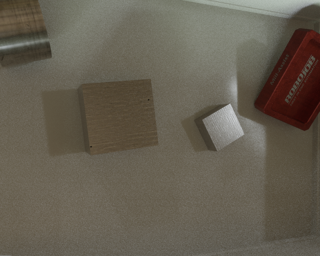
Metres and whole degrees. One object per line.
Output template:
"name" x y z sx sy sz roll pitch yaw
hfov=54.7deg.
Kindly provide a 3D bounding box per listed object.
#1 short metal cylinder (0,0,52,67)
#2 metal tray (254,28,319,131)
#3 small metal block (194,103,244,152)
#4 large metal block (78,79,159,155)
"short metal cylinder" -0.151 -0.108 0.325 0.050 0.080 0.080 -17 96 -20
"metal tray" 0.213 -0.070 0.463 0.091 0.030 0.129 20 106 -19
"small metal block" 0.085 -0.001 0.443 0.050 0.025 0.050 -30 100 -18
"large metal block" -0.052 -0.014 0.379 0.081 0.050 0.079 -8 93 -20
